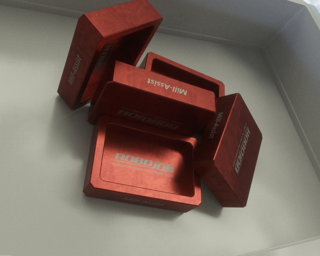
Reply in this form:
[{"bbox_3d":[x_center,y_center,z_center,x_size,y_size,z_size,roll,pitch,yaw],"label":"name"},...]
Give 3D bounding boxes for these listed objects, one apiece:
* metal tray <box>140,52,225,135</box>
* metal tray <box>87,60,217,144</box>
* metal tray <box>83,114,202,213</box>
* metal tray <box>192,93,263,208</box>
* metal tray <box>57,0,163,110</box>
[{"bbox_3d":[0.031,-0.047,0.447,0.131,0.030,0.090,19,54,-17],"label":"metal tray"},{"bbox_3d":[-0.011,-0.024,0.370,0.131,0.090,0.030,15,56,-21],"label":"metal tray"},{"bbox_3d":[-0.016,0.043,0.365,0.131,0.030,0.090,15,56,-20],"label":"metal tray"},{"bbox_3d":[0.095,0.027,0.411,0.090,0.030,0.130,53,46,-28],"label":"metal tray"},{"bbox_3d":[-0.060,-0.080,0.353,0.091,0.129,0.030,-34,82,-38],"label":"metal tray"}]
